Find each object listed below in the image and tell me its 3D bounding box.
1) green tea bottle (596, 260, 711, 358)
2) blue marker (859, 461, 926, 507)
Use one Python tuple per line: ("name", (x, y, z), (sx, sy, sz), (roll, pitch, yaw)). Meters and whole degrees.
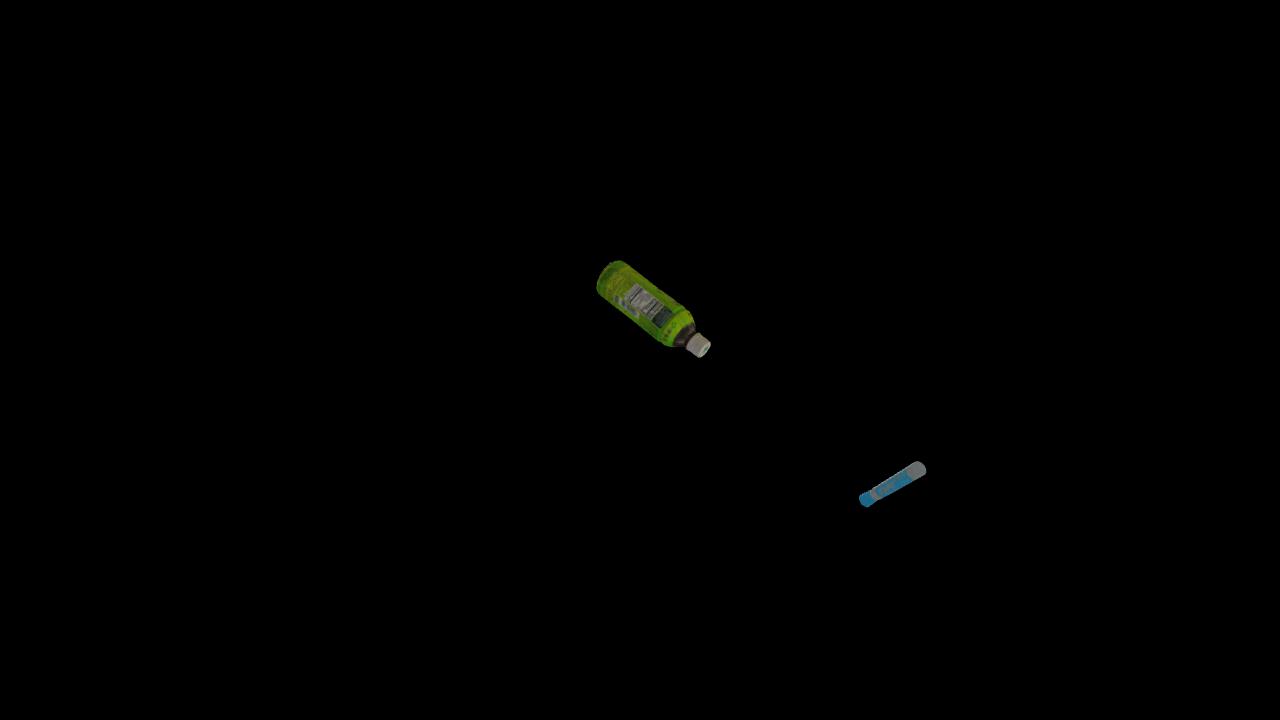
("green tea bottle", (0.023, -0.076, 0.981), (0.212, 0.073, 0.073), (42, 19, 23))
("blue marker", (0.324, 0.164, 0.799), (0.020, 0.020, 0.121), (0, -32, -20))
